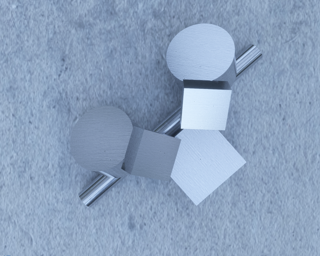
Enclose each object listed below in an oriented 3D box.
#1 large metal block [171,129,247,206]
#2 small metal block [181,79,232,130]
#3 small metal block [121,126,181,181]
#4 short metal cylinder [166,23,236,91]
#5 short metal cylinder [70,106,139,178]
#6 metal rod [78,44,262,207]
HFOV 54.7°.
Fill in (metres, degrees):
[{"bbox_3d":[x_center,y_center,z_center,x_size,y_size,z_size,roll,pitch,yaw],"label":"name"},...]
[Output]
[{"bbox_3d":[0.048,0.037,0.398,0.080,0.050,0.080,-41,91,0],"label":"large metal block"},{"bbox_3d":[0.050,-0.026,0.349,0.050,0.025,0.050,2,121,-1],"label":"small metal block"},{"bbox_3d":[-0.010,0.029,0.349,0.050,0.025,0.050,16,90,-33],"label":"small metal block"},{"bbox_3d":[0.053,-0.081,0.384,0.080,0.050,0.080,-5,71,14],"label":"short metal cylinder"},{"bbox_3d":[-0.062,0.018,0.384,0.080,0.050,0.080,-5,71,14],"label":"short metal cylinder"},{"bbox_3d":[0.014,-0.003,0.411,0.300,0.025,0.025,-41,91,-1],"label":"metal rod"}]
